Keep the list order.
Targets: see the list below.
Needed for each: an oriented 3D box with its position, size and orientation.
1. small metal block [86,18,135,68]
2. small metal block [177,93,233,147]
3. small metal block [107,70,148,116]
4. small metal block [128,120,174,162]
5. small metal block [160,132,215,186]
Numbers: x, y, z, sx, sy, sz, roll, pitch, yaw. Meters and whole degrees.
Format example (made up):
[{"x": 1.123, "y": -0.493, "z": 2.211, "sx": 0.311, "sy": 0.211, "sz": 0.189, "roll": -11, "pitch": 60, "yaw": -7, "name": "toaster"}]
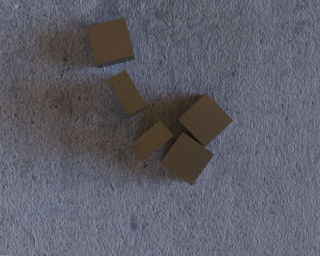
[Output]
[{"x": -0.064, "y": -0.112, "z": 0.409, "sx": 0.050, "sy": 0.025, "sz": 0.050, "roll": -14, "pitch": 90, "yaw": 0, "name": "small metal block"}, {"x": 0.059, "y": -0.010, "z": 0.410, "sx": 0.050, "sy": 0.025, "sz": 0.050, "roll": -43, "pitch": 90, "yaw": 0, "name": "small metal block"}, {"x": -0.040, "y": -0.043, "z": 0.397, "sx": 0.025, "sy": 0.050, "sz": 0.050, "roll": -30, "pitch": 90, "yaw": 0, "name": "small metal block"}, {"x": -0.011, "y": 0.016, "z": 0.397, "sx": 0.050, "sy": 0.050, "sz": 0.025, "roll": -40, "pitch": 90, "yaw": 0, "name": "small metal block"}, {"x": 0.035, "y": 0.040, "z": 0.410, "sx": 0.050, "sy": 0.025, "sz": 0.050, "roll": 36, "pitch": 90, "yaw": 0, "name": "small metal block"}]
